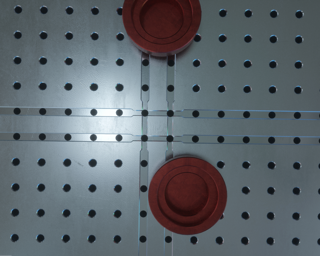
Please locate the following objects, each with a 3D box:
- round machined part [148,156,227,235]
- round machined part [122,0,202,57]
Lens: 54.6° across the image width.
[{"bbox_3d":[0.034,0.084,0.405,0.099,0.042,0.097,0,90,0],"label":"round machined part"},{"bbox_3d":[0.002,-0.142,0.405,0.099,0.042,0.097,0,90,0],"label":"round machined part"}]
